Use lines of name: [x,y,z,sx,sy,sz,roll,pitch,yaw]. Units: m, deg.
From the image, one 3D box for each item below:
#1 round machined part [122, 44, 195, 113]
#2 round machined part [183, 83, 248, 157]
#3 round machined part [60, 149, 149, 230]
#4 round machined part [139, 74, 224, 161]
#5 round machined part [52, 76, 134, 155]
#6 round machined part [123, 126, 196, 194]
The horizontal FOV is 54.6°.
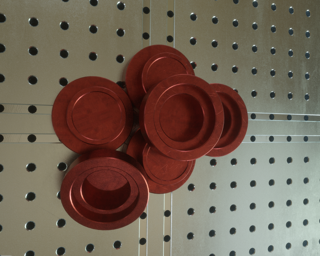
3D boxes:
round machined part: [0.003,-0.060,0.404,0.099,0.042,0.097,0,90,-20]
round machined part: [0.068,-0.011,0.428,0.099,0.042,0.097,0,90,-20]
round machined part: [-0.063,0.068,0.366,0.099,0.042,0.097,-2,112,-4]
round machined part: [0.022,-0.012,0.366,0.099,0.042,0.097,0,90,-20]
round machined part: [-0.079,-0.014,0.374,0.099,0.042,0.097,0,90,-20]
round machined part: [0.003,0.038,0.404,0.099,0.042,0.097,0,90,-20]
